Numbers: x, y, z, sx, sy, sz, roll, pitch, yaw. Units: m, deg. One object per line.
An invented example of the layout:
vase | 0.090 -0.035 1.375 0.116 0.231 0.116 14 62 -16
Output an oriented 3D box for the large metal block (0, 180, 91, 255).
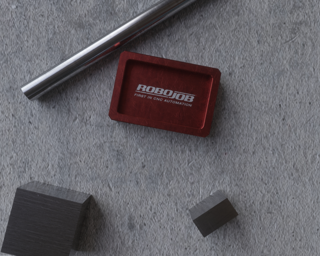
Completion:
large metal block | -0.142 0.119 0.396 0.080 0.050 0.080 14 90 -1

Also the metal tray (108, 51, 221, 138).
metal tray | 0.006 -0.043 0.407 0.131 0.030 0.089 11 90 -1

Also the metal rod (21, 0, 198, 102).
metal rod | -0.046 -0.124 0.409 0.301 0.025 0.025 -32 90 -1

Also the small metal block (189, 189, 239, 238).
small metal block | 0.067 0.108 0.399 0.050 0.050 0.025 -33 90 0
